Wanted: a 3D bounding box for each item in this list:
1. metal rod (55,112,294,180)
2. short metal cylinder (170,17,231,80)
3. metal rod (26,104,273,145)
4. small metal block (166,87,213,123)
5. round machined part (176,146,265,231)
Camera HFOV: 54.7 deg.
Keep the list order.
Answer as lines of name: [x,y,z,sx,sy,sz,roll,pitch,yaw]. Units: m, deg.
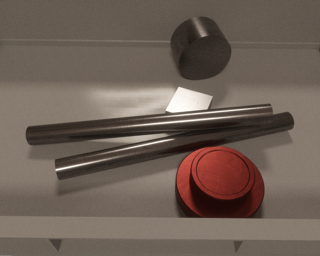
metal rod: [0.026,0.020,0.388,0.302,0.025,0.025,-11,51,-10]
short metal cylinder: [0.061,-0.120,0.471,0.081,0.080,0.050,-10,51,-9]
metal rod: [-0.015,-0.004,0.387,0.302,0.025,0.025,-5,50,3]
small metal block: [0.040,-0.025,0.427,0.050,0.025,0.050,18,52,14]
round machined part: [0.067,0.059,0.345,0.099,0.042,0.098,0,50,0]
